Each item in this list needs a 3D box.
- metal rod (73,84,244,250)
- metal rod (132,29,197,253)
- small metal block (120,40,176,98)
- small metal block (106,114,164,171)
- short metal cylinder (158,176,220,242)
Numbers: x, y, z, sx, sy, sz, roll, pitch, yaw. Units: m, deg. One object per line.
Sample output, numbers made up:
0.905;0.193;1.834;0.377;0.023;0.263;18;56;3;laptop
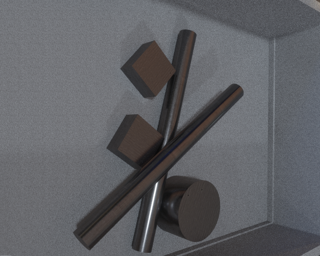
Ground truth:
0.018;0.029;0.389;0.302;0.025;0.025;-41;116;-31;metal rod
0.008;0.009;0.415;0.025;0.025;0.299;21;77;-39;metal rod
-0.014;-0.075;0.397;0.050;0.025;0.050;51;60;-28;small metal block
-0.030;0.018;0.384;0.050;0.025;0.050;42;64;-32;small metal block
0.037;0.108;0.424;0.081;0.050;0.079;0;90;-40;short metal cylinder
